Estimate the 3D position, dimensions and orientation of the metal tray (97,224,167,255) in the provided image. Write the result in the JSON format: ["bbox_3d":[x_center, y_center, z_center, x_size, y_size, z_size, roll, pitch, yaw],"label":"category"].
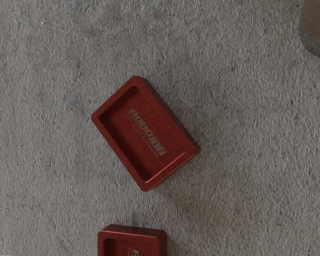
[{"bbox_3d":[-0.037,0.203,0.419,0.090,0.030,0.129,0,90,19],"label":"metal tray"}]

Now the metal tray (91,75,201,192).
[{"bbox_3d":[-0.021,0.007,0.413,0.090,0.030,0.130,-41,77,15],"label":"metal tray"}]

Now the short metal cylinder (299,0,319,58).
[{"bbox_3d":[0.192,-0.117,0.328,0.080,0.050,0.079,0,90,20],"label":"short metal cylinder"}]
